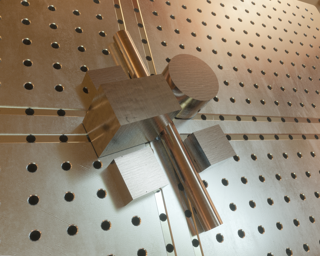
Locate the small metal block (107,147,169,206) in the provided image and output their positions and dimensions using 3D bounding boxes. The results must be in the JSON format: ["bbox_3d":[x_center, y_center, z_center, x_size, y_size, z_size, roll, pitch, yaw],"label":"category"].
[{"bbox_3d":[-0.026,0.055,0.362,0.050,0.025,0.050,-17,71,-35],"label":"small metal block"}]

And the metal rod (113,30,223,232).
[{"bbox_3d":[0.003,-0.009,0.416,0.025,0.025,0.299,-13,69,-34],"label":"metal rod"}]

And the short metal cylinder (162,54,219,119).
[{"bbox_3d":[0.038,-0.060,0.450,0.081,0.050,0.080,14,56,-21],"label":"short metal cylinder"}]

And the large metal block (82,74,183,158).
[{"bbox_3d":[-0.035,-0.014,0.362,0.081,0.080,0.050,-17,71,-35],"label":"large metal block"}]

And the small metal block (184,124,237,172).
[{"bbox_3d":[0.070,0.027,0.431,0.050,0.025,0.050,-16,70,-35],"label":"small metal block"}]

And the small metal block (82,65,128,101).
[{"bbox_3d":[-0.066,-0.051,0.405,0.050,0.025,0.050,-19,72,-36],"label":"small metal block"}]
